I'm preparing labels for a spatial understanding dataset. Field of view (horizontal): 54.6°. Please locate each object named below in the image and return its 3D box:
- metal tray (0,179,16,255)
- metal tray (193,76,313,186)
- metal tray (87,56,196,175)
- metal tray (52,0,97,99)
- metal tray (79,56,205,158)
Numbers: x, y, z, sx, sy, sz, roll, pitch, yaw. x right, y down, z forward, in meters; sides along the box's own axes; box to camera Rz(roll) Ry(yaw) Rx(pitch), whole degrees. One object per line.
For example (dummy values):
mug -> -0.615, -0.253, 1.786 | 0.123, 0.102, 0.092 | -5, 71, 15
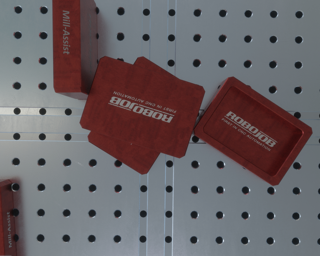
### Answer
metal tray -> -0.244, 0.137, 0.409 | 0.090, 0.030, 0.129 | -4, 90, 0
metal tray -> 0.119, 0.004, 0.411 | 0.130, 0.030, 0.090 | 33, 90, 0
metal tray -> -0.022, -0.016, 0.411 | 0.090, 0.030, 0.130 | 32, 90, 0
metal tray -> -0.101, -0.104, 0.380 | 0.030, 0.090, 0.129 | -1, 90, 0
metal tray -> -0.021, -0.025, 0.380 | 0.131, 0.030, 0.090 | 17, 90, 0
